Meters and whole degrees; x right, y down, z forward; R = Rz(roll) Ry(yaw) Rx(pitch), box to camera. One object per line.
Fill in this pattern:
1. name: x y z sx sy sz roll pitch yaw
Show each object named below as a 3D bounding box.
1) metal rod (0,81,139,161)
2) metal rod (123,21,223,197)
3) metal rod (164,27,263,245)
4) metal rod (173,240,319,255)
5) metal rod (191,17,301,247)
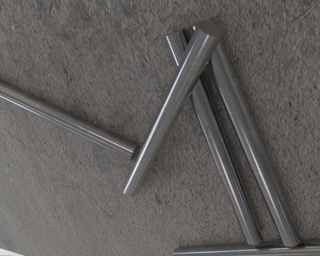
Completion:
1. metal rod: -0.170 -0.024 0.481 0.301 0.025 0.025 24 127 13
2. metal rod: -0.001 0.004 0.387 0.025 0.025 0.298 33 136 7
3. metal rod: 0.074 0.025 0.383 0.025 0.025 0.299 -11 113 33
4. metal rod: 0.146 0.176 0.438 0.300 0.025 0.025 -19 108 35
5. metal rod: 0.107 0.019 0.361 0.025 0.025 0.299 -15 111 34
